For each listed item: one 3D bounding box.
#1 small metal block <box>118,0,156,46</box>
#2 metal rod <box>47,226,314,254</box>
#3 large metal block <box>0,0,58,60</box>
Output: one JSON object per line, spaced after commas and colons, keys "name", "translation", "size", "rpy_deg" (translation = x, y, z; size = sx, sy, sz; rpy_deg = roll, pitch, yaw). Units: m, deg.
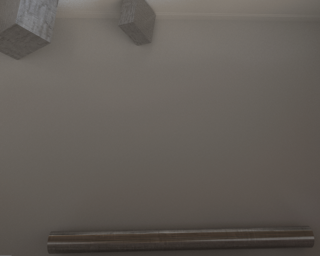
{"name": "small metal block", "translation": [-0.032, -0.157, 0.450], "size": [0.025, 0.050, 0.050], "rpy_deg": [-3, 69, 29]}
{"name": "metal rod", "translation": [0.025, 0.130, 0.362], "size": [0.302, 0.025, 0.025], "rpy_deg": [-1, 70, -1]}
{"name": "large metal block", "translation": [-0.191, -0.151, 0.429], "size": [0.080, 0.050, 0.080], "rpy_deg": [-11, 67, 34]}
